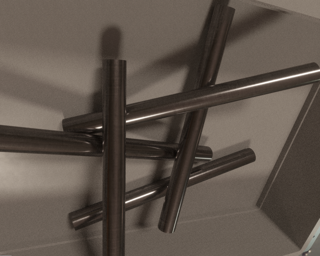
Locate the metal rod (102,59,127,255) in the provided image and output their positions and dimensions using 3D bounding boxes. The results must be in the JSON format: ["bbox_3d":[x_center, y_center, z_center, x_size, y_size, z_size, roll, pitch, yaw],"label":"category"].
[{"bbox_3d":[-0.051,0.077,0.342,0.025,0.025,0.298,-3,99,-28],"label":"metal rod"}]

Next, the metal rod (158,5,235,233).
[{"bbox_3d":[0.043,-0.001,0.399,0.025,0.025,0.298,5,105,-31],"label":"metal rod"}]

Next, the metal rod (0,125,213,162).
[{"bbox_3d":[-0.042,0.024,0.376,0.302,0.025,0.025,8,115,-41],"label":"metal rod"}]

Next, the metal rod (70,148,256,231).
[{"bbox_3d":[0.017,0.087,0.473,0.302,0.025,0.025,-17,125,-19],"label":"metal rod"}]

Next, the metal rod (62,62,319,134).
[{"bbox_3d":[0.039,-0.032,0.363,0.302,0.025,0.025,-13,126,-4],"label":"metal rod"}]
